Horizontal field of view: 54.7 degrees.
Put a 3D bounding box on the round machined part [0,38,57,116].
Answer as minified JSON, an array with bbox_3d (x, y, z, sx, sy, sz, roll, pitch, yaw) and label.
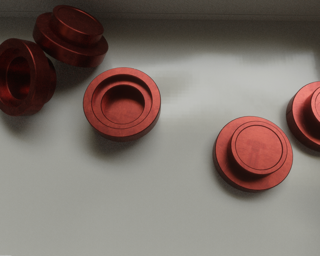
[{"bbox_3d":[-0.175,-0.065,0.406,0.098,0.042,0.097,3,95,32],"label":"round machined part"}]

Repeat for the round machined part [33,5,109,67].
[{"bbox_3d":[-0.116,-0.129,0.419,0.099,0.042,0.098,23,36,-17],"label":"round machined part"}]

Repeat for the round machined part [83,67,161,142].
[{"bbox_3d":[-0.048,-0.028,0.410,0.099,0.042,0.098,0,70,0],"label":"round machined part"}]

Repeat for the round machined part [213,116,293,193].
[{"bbox_3d":[0.119,0.030,0.390,0.099,0.042,0.098,0,70,0],"label":"round machined part"}]

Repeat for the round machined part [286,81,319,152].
[{"bbox_3d":[0.224,-0.019,0.409,0.099,0.042,0.098,0,70,0],"label":"round machined part"}]
